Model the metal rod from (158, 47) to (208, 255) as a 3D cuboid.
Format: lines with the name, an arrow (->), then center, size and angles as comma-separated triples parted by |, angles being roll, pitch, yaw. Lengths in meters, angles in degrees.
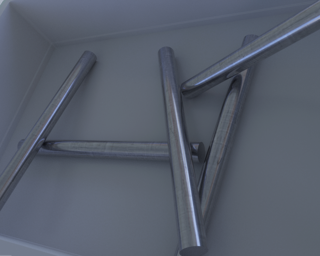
metal rod -> 0.019, -0.003, 0.368 | 0.025, 0.025, 0.300 | -20, 45, 16

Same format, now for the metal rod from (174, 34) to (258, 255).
metal rod -> 0.072, 0.015, 0.358 | 0.025, 0.025, 0.300 | 8, 65, 31

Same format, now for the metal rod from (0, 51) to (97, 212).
metal rod -> -0.173, -0.008, 0.470 | 0.025, 0.025, 0.300 | 3, 54, 29

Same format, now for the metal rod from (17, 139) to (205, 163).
metal rod -> -0.085, 0.029, 0.430 | 0.300, 0.025, 0.025 | 0, 62, 27

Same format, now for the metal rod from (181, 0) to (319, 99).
metal rod -> 0.131, -0.097, 0.312 | 0.299, 0.025, 0.025 | -27, 48, 45
